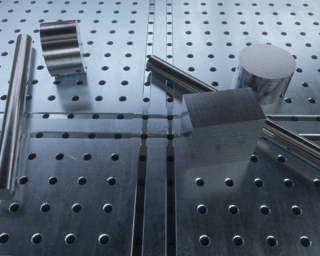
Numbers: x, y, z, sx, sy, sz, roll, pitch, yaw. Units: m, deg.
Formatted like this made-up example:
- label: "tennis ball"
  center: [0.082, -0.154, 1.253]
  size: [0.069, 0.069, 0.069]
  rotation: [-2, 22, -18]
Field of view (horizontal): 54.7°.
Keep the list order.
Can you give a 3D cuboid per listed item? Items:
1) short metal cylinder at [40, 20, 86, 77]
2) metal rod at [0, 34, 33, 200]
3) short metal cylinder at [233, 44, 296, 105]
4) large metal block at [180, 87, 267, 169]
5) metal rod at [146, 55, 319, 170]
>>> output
- label: "short metal cylinder"
  center: [-0.146, -0.121, 0.473]
  size: [0.050, 0.080, 0.080]
  rotation: [-9, 51, -7]
- label: "metal rod"
  center: [-0.203, -0.039, 0.438]
  size: [0.025, 0.025, 0.300]
  rotation: [-9, 51, -7]
- label: "short metal cylinder"
  center: [0.153, -0.081, 0.460]
  size: [0.081, 0.050, 0.080]
  rotation: [0, 50, 0]
- label: "large metal block"
  center: [0.070, 0.002, 0.371]
  size: [0.081, 0.080, 0.050]
  rotation: [-7, 51, -6]
- label: "metal rod"
  center: [0.099, -0.028, 0.431]
  size: [0.300, 0.025, 0.025]
  rotation: [34, 58, 25]
